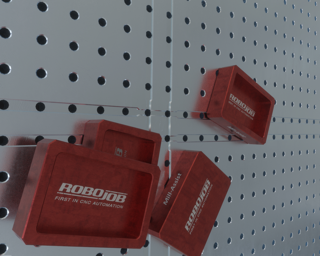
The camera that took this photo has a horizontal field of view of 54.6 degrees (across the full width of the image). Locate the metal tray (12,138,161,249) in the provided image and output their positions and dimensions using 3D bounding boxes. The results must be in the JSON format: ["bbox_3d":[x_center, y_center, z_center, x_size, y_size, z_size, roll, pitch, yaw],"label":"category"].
[{"bbox_3d":[-0.065,0.069,0.310,0.131,0.030,0.090,20,77,-38],"label":"metal tray"}]

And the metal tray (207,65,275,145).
[{"bbox_3d":[0.140,-0.035,0.521,0.131,0.030,0.090,28,73,-36],"label":"metal tray"}]

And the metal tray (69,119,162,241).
[{"bbox_3d":[-0.050,0.062,0.362,0.091,0.030,0.129,16,80,-39],"label":"metal tray"}]

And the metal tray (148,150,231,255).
[{"bbox_3d":[0.045,0.108,0.443,0.090,0.030,0.130,43,64,-31],"label":"metal tray"}]
